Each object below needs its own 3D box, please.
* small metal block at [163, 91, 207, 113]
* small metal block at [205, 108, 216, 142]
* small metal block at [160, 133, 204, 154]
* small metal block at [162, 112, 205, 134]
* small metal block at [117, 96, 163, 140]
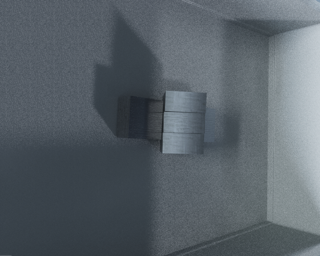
[{"bbox_3d":[0.030,-0.031,0.402,0.050,0.050,0.025,3,88,-4],"label":"small metal block"},{"bbox_3d":[0.054,-0.005,0.453,0.050,0.025,0.050,4,88,-40],"label":"small metal block"},{"bbox_3d":[0.027,0.020,0.400,0.050,0.050,0.025,2,88,-4],"label":"small metal block"},{"bbox_3d":[0.028,-0.006,0.401,0.050,0.050,0.025,2,88,-4],"label":"small metal block"},{"bbox_3d":[-0.025,-0.012,0.386,0.050,0.025,0.050,5,87,-40],"label":"small metal block"}]
